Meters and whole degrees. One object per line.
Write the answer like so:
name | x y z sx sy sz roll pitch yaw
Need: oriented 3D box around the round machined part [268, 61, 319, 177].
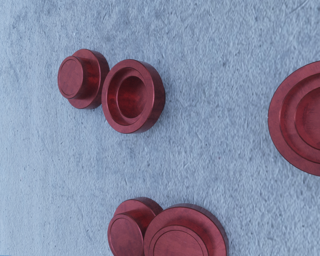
round machined part | 0.150 -0.008 0.270 0.098 0.042 0.097 0 90 40

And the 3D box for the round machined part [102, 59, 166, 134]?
round machined part | -0.031 -0.041 0.420 0.098 0.042 0.097 0 90 40

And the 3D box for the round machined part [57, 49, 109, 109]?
round machined part | -0.129 -0.079 0.501 0.098 0.042 0.097 0 90 40

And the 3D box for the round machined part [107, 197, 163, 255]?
round machined part | -0.034 0.147 0.422 0.098 0.042 0.097 0 90 40

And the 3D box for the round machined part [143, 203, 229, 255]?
round machined part | 0.026 0.139 0.352 0.098 0.042 0.097 -1 88 19
